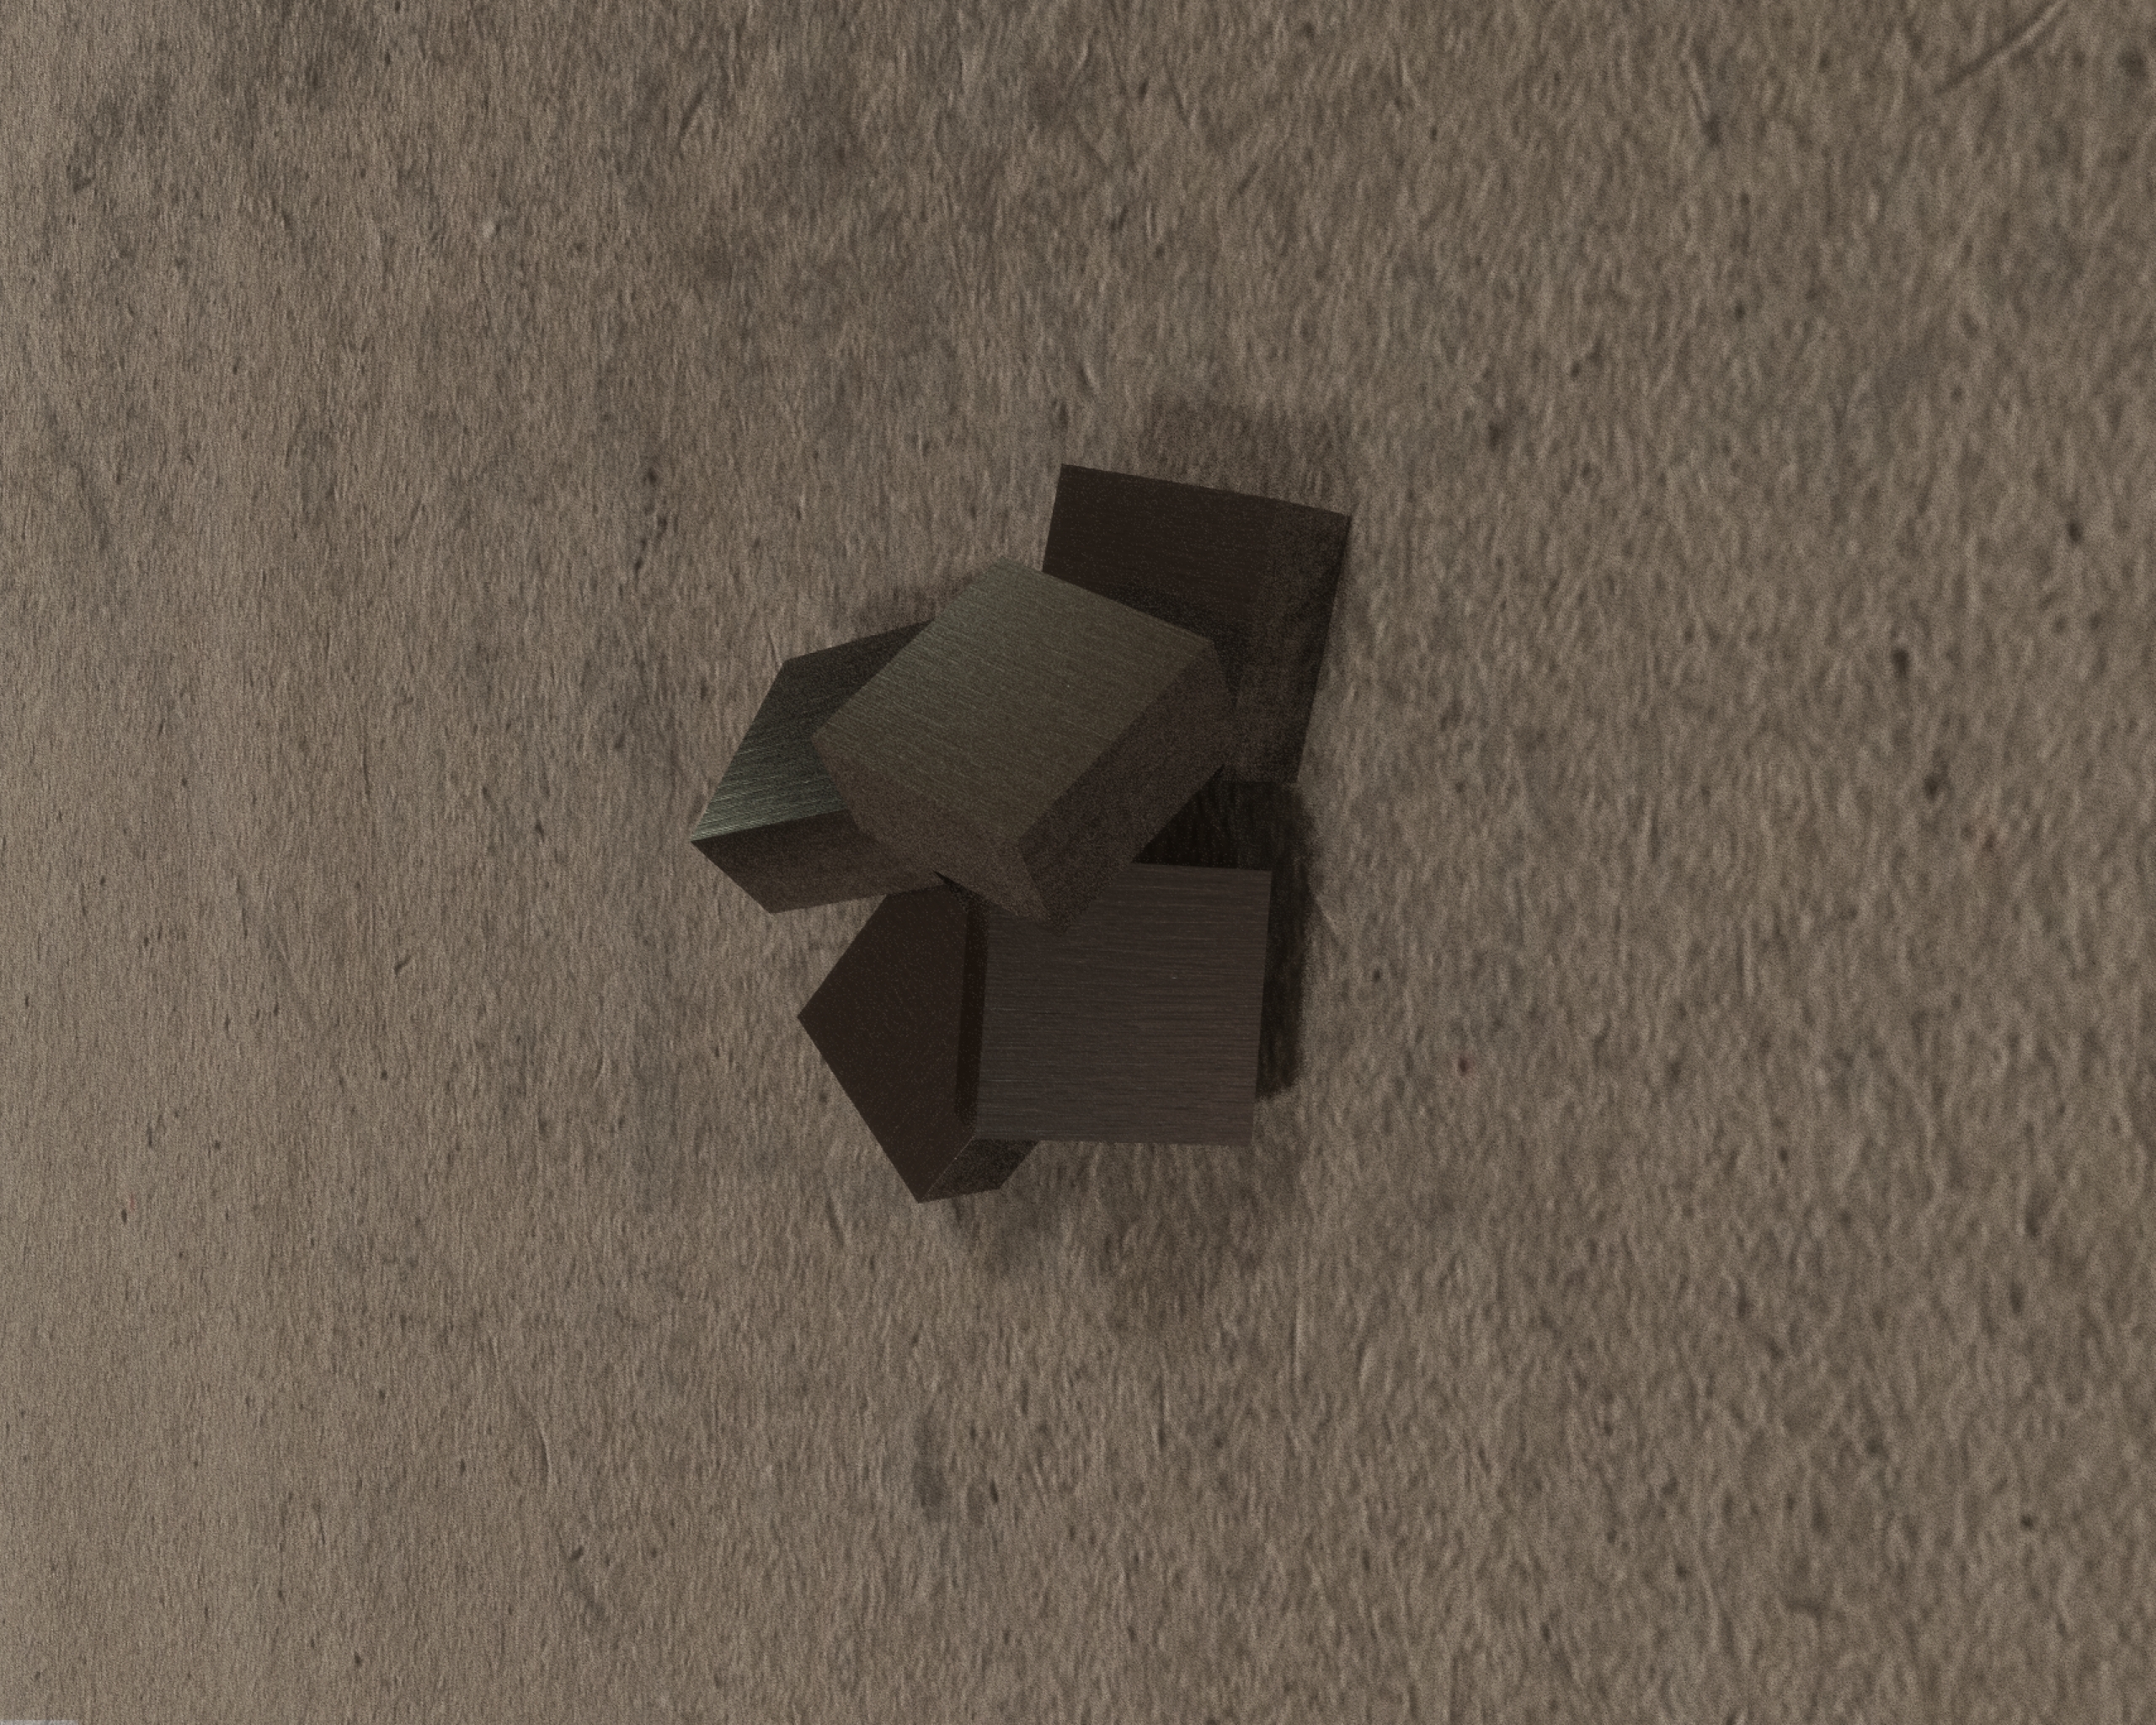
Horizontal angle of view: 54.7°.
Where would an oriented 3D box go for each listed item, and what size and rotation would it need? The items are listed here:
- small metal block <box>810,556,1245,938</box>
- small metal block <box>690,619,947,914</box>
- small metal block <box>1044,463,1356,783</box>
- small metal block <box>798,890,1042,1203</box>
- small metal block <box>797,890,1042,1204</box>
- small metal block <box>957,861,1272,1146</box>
[{"bbox_3d":[-0.008,-0.021,0.361,0.050,0.025,0.050,27,63,36],"label":"small metal block"},{"bbox_3d":[-0.044,-0.020,0.424,0.050,0.025,0.050,-10,46,39],"label":"small metal block"},{"bbox_3d":[0.019,-0.045,0.389,0.050,0.025,0.050,18,101,38],"label":"small metal block"},{"bbox_3d":[-0.023,0.033,0.424,0.050,0.025,0.050,-52,60,27],"label":"small metal block"},{"bbox_3d":[-0.023,0.033,0.424,0.050,0.025,0.050,-52,60,27],"label":"small metal block"},{"bbox_3d":[0.006,0.024,0.381,0.025,0.050,0.050,-164,78,-77],"label":"small metal block"}]
